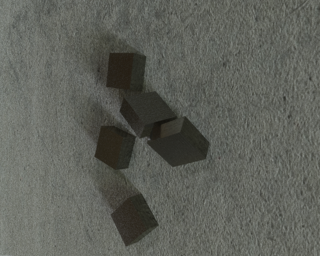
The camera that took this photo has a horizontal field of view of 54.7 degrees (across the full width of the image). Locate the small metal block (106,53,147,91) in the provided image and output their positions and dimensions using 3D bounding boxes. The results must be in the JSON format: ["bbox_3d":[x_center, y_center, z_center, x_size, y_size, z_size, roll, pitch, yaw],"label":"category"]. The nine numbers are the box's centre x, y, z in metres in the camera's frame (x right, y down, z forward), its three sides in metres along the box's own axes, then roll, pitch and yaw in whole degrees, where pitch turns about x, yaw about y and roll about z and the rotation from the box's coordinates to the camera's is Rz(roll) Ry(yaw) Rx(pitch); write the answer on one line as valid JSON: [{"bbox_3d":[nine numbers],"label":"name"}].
[{"bbox_3d":[-0.049,-0.081,0.446,0.050,0.025,0.050,12,98,39],"label":"small metal block"}]

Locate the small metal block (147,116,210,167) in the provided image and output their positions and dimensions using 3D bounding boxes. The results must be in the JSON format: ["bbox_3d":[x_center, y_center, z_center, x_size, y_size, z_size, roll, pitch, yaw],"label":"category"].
[{"bbox_3d":[0.022,0.018,0.368,0.050,0.050,0.025,-20,37,38],"label":"small metal block"}]

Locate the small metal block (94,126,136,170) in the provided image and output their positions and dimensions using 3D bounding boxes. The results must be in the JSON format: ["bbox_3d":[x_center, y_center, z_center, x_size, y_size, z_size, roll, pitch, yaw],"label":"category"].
[{"bbox_3d":[-0.067,0.028,0.461,0.050,0.025,0.050,24,105,37],"label":"small metal block"}]

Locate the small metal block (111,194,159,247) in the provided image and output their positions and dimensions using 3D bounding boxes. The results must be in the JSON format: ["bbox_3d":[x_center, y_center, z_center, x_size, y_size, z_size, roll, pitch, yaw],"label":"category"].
[{"bbox_3d":[-0.036,0.129,0.435,0.050,0.025,0.050,-47,62,30],"label":"small metal block"}]

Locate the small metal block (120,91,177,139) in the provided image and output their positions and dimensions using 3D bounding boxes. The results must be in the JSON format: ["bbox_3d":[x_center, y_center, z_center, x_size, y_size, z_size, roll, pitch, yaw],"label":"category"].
[{"bbox_3d":[-0.016,-0.018,0.398,0.050,0.050,0.025,52,139,27],"label":"small metal block"}]
